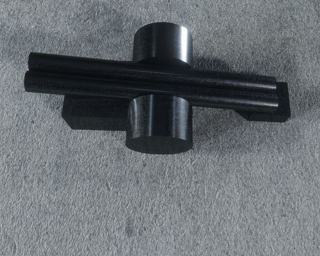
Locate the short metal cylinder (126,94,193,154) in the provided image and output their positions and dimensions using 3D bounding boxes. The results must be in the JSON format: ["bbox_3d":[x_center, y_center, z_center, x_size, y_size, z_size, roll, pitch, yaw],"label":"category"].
[{"bbox_3d":[0.000,-0.002,0.381,0.080,0.080,0.050,1,70,0],"label":"short metal cylinder"}]

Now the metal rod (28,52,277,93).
[{"bbox_3d":[-0.003,-0.066,0.386,0.302,0.025,0.025,4,70,-7],"label":"metal rod"}]

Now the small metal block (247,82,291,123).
[{"bbox_3d":[0.147,-0.036,0.424,0.050,0.025,0.050,3,70,1],"label":"small metal block"}]

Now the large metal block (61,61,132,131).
[{"bbox_3d":[-0.078,-0.042,0.411,0.080,0.050,0.080,2,70,0],"label":"large metal block"}]

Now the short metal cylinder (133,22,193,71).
[{"bbox_3d":[0.004,-0.095,0.415,0.080,0.080,0.050,1,70,0],"label":"short metal cylinder"}]

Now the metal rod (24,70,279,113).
[{"bbox_3d":[-0.004,-0.043,0.377,0.302,0.025,0.025,4,70,-7],"label":"metal rod"}]
